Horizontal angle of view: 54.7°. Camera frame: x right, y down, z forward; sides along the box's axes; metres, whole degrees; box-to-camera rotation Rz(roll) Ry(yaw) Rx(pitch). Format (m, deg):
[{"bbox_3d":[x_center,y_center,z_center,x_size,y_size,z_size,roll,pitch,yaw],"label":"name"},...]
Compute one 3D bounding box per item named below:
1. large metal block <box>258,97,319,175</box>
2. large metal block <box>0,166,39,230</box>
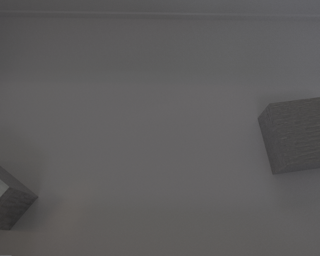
[{"bbox_3d":[0.180,0.010,0.394,0.081,0.050,0.080,-7,70,-3],"label":"large metal block"},{"bbox_3d":[-0.200,0.070,0.353,0.080,0.080,0.050,34,74,11],"label":"large metal block"}]
